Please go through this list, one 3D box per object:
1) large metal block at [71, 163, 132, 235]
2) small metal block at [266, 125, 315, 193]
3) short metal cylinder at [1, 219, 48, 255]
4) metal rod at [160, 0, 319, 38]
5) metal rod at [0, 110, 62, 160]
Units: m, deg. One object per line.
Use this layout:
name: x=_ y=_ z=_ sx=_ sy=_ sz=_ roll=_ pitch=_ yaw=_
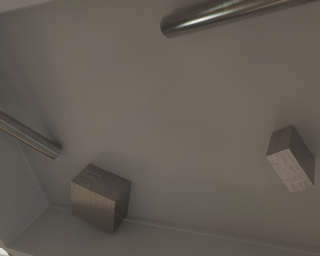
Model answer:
large metal block: x=-0.098 y=0.117 z=0.515 sx=0.080 sy=0.050 sz=0.079 roll=21 pitch=126 yaw=15
small metal block: x=0.143 y=0.033 z=0.337 sx=0.025 sy=0.050 sz=0.050 roll=-29 pitch=103 yaw=37
short metal cylinder: x=-0.298 y=0.248 z=0.682 sx=0.080 sy=0.080 sz=0.050 roll=-8 pitch=115 yaw=31
metal rod: x=0.092 y=-0.096 z=0.212 sx=0.300 sy=0.025 sz=0.025 roll=10 pitch=128 yaw=56
metal rod: x=-0.270 y=-0.036 z=0.442 sx=0.025 sy=0.025 sz=0.301 roll=-20 pitch=135 yaw=35
